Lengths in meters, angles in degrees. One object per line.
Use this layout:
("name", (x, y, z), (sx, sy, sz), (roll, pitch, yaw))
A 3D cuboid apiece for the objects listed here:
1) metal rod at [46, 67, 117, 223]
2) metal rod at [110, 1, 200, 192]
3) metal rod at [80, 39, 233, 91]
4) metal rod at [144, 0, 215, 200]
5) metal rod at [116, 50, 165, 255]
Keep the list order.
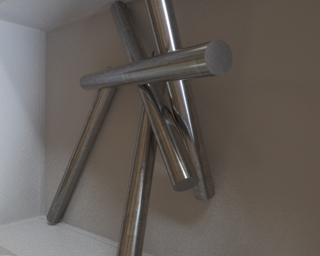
("metal rod", (-0.130, 0.039, 0.510), (0.025, 0.025, 0.298), (40, 114, 32))
("metal rod", (-0.018, -0.062, 0.368), (0.025, 0.025, 0.299), (-46, 47, 30))
("metal rod", (-0.035, -0.059, 0.343), (0.299, 0.025, 0.025), (8, 95, 59))
("metal rod", (0.015, -0.057, 0.313), (0.025, 0.025, 0.298), (2, 117, 40))
("metal rod", (-0.019, 0.040, 0.346), (0.025, 0.025, 0.299), (-13, 58, 39))
